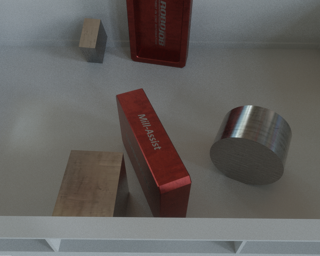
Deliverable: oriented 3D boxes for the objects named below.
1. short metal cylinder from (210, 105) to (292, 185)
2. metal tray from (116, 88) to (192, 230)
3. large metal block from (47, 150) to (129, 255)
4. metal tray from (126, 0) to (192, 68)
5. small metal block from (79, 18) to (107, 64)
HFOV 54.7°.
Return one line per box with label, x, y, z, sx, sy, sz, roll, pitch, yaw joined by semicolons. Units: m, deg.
short metal cylinder;0.103;0.021;0.353;0.080;0.080;0.050;19;53;15
metal tray;-0.011;0.031;0.336;0.030;0.089;0.130;-17;52;-14
large metal block;-0.063;0.078;0.303;0.050;0.080;0.080;2;50;2
metal tray;0.000;-0.156;0.468;0.090;0.129;0.030;9;51;7
small metal block;-0.105;-0.138;0.492;0.025;0.050;0.050;6;75;4
